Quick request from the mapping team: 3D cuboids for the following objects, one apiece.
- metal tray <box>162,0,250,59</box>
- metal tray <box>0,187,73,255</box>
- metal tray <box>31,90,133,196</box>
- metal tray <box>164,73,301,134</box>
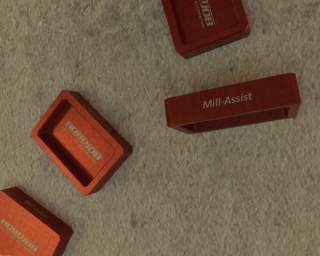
[{"bbox_3d":[0.050,-0.163,0.388,0.090,0.030,0.129,-17,84,18],"label":"metal tray"},{"bbox_3d":[-0.208,0.163,0.478,0.130,0.030,0.090,29,99,17],"label":"metal tray"},{"bbox_3d":[-0.114,0.020,0.444,0.130,0.030,0.090,44,103,14],"label":"metal tray"},{"bbox_3d":[0.081,-0.021,0.343,0.130,0.090,0.030,-10,80,19],"label":"metal tray"}]
